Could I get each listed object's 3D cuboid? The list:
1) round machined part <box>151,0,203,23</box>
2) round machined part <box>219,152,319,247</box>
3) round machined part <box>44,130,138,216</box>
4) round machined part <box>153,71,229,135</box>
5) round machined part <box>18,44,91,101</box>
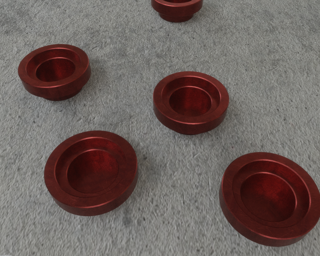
[{"bbox_3d":[0.032,-0.238,0.592,0.099,0.042,0.098,0,50,0],"label":"round machined part"},{"bbox_3d":[0.112,0.077,0.328,0.099,0.042,0.098,0,50,0],"label":"round machined part"},{"bbox_3d":[-0.074,0.053,0.347,0.099,0.042,0.098,0,50,0],"label":"round machined part"},{"bbox_3d":[0.040,-0.029,0.417,0.099,0.042,0.098,0,50,0],"label":"round machined part"},{"bbox_3d":[-0.151,-0.078,0.456,0.099,0.042,0.098,0,50,0],"label":"round machined part"}]
